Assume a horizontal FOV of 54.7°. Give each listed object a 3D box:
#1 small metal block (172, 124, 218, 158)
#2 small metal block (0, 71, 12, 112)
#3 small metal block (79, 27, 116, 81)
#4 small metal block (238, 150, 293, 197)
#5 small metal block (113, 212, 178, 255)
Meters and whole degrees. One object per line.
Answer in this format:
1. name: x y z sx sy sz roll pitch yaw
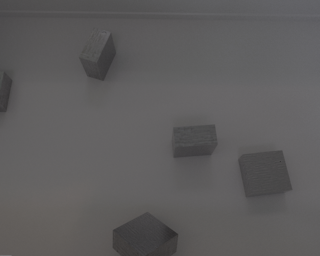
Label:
1. small metal block: 0.042 0.017 0.390 0.050 0.050 0.025 -4 70 -2
2. small metal block: -0.238 -0.050 0.426 0.050 0.025 0.050 0 70 0
3. small metal block: -0.086 -0.102 0.433 0.025 0.050 0.050 18 71 6
4. small metal block: 0.131 0.058 0.389 0.050 0.025 0.050 -6 70 -2
5. small metal block: -0.016 0.124 0.340 0.050 0.025 0.050 -17 30 -41
